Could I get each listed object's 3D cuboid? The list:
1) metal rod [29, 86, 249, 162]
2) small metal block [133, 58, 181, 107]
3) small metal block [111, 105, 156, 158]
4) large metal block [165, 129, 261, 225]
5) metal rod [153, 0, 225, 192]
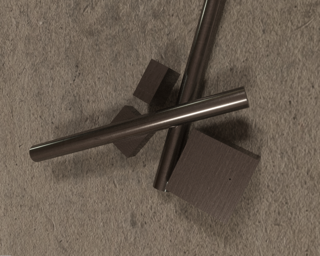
[{"bbox_3d":[-0.041,0.001,0.395,0.301,0.025,0.025,-15,85,19],"label":"metal rod"},{"bbox_3d":[-0.003,-0.056,0.396,0.025,0.050,0.050,31,100,17],"label":"small metal block"},{"bbox_3d":[-0.041,0.005,0.422,0.050,0.025,0.050,44,103,14],"label":"small metal block"},{"bbox_3d":[0.065,0.054,0.372,0.080,0.050,0.080,27,99,17],"label":"large metal block"},{"bbox_3d":[0.042,-0.064,0.393,0.025,0.025,0.298,17,96,19],"label":"metal rod"}]
